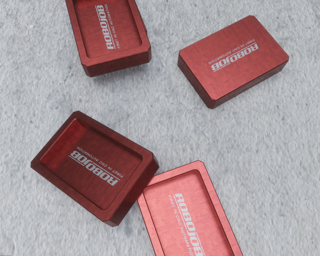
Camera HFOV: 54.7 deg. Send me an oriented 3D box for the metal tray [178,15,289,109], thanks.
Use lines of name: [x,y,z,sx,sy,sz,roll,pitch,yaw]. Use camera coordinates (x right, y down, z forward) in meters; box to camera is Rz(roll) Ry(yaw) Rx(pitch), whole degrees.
metal tray: [0.102,-0.096,0.442,0.131,0.030,0.090,-29,73,-11]

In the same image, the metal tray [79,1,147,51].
metal tray: [-0.081,-0.173,0.467,0.091,0.030,0.130,-18,71,-7]

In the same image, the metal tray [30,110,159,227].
metal tray: [-0.079,0.044,0.370,0.130,0.030,0.090,28,71,26]

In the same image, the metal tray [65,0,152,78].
metal tray: [-0.072,-0.141,0.423,0.091,0.030,0.130,-16,71,-6]

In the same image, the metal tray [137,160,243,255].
metal tray: [0.031,0.114,0.364,0.091,0.030,0.130,-19,71,-7]
